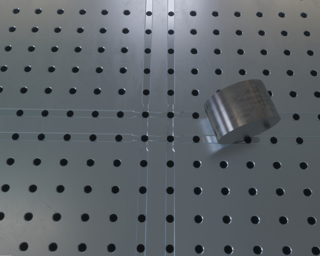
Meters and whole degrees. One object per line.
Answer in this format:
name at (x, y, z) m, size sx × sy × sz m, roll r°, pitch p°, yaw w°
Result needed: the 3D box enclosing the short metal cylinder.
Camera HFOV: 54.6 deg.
short metal cylinder at (0.102, -0.018, 0.390) m, size 0.080 × 0.080 × 0.050 m, roll -17°, pitch 71°, yaw -6°
